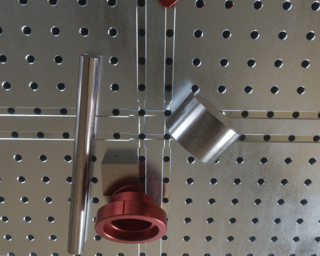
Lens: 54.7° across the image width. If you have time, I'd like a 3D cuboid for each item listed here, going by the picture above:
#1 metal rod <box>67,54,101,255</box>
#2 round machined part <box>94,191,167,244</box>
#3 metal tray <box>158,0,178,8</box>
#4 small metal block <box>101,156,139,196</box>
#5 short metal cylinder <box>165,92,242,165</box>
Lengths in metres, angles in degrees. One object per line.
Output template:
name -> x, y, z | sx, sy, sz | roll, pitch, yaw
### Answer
metal rod -> -0.108, 0.050, 0.430 | 0.025, 0.025, 0.298 | 8, 110, -4
round machined part -> -0.040, 0.124, 0.435 | 0.099, 0.042, 0.097 | 0, 139, 0
metal tray -> 0.028, -0.207, 0.334 | 0.130, 0.030, 0.090 | -38, 106, 12
small metal block -> -0.055, 0.068, 0.438 | 0.050, 0.025, 0.050 | 0, 110, -1
short metal cylinder -> 0.053, -0.001, 0.385 | 0.080, 0.080, 0.050 | 37, 106, -13
